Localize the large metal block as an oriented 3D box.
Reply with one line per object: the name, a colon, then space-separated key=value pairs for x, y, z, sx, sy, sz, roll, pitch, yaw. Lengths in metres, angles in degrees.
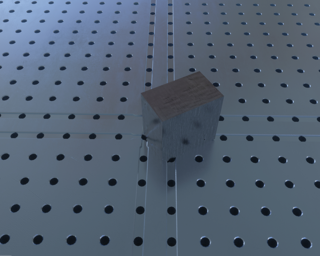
large metal block: x=0.025 y=-0.013 z=0.383 sx=0.081 sy=0.080 sz=0.050 roll=-23 pitch=54 yaw=-18
